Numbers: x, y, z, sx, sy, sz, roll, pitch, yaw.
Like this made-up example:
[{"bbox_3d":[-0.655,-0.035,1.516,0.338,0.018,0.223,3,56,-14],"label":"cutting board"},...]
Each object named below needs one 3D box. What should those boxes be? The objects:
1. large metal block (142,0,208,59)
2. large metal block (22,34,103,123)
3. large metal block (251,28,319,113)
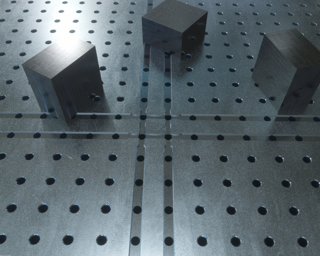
[{"bbox_3d":[0.026,-0.176,0.540,0.080,0.050,0.080,29,55,21],"label":"large metal block"},{"bbox_3d":[-0.129,-0.069,0.428,0.050,0.080,0.080,26,55,20],"label":"large metal block"},{"bbox_3d":[0.182,-0.082,0.444,0.050,0.080,0.080,-13,52,-11],"label":"large metal block"}]
